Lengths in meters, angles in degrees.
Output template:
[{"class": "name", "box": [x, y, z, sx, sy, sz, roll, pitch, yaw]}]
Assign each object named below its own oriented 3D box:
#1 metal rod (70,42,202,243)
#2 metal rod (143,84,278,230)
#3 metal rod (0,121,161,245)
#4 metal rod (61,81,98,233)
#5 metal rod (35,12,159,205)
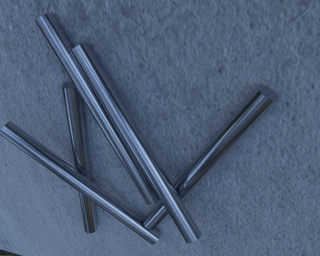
[{"class": "metal rod", "box": [-0.028, 0.025, 0.414, 0.025, 0.025, 0.299, -25, 99, 36]}, {"class": "metal rod", "box": [0.049, 0.060, 0.416, 0.025, 0.025, 0.298, 36, 129, 3]}, {"class": "metal rod", "box": [-0.120, 0.093, 0.495, 0.300, 0.025, 0.025, 40, 130, -11]}, {"class": "metal rod", "box": [-0.128, 0.066, 0.512, 0.025, 0.025, 0.298, 15, 125, 20]}, {"class": "metal rod", "box": [-0.079, -0.016, 0.436, 0.025, 0.025, 0.299, -17, 110, 34]}]
